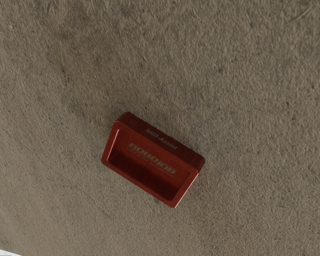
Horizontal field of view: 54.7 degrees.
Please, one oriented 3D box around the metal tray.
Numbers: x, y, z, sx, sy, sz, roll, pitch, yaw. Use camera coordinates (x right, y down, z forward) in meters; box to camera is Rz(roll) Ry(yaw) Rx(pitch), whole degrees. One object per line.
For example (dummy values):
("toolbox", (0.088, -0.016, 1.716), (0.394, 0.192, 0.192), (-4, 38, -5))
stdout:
("metal tray", (-0.013, 0.046, 0.439), (0.130, 0.030, 0.089), (31, 128, 7))
